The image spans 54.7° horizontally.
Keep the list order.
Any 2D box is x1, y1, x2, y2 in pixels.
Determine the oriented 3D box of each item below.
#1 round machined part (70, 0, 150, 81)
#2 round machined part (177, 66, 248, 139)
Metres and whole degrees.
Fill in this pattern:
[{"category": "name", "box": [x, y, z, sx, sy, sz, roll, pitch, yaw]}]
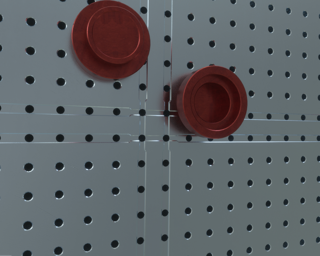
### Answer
[{"category": "round machined part", "box": [-0.058, -0.110, 0.383, 0.099, 0.042, 0.097, 0, 90, -21]}, {"category": "round machined part", "box": [0.068, -0.034, 0.430, 0.099, 0.042, 0.097, 0, 90, -21]}]
